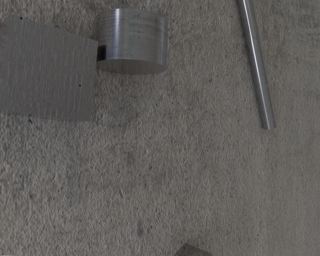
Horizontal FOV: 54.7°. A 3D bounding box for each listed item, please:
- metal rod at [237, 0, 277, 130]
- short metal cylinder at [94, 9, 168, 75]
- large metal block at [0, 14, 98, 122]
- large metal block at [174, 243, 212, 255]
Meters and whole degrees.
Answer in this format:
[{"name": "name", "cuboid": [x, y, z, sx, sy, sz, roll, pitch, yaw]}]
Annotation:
[{"name": "metal rod", "cuboid": [0.165, -0.141, 0.542, 0.025, 0.025, 0.298, -26, 106, -37]}, {"name": "short metal cylinder", "cuboid": [-0.032, -0.091, 0.342, 0.081, 0.080, 0.050, 3, 89, -40]}, {"name": "large metal block", "cuboid": [-0.111, -0.050, 0.295, 0.081, 0.050, 0.080, 8, 85, -40]}, {"name": "large metal block", "cuboid": [0.042, 0.222, 0.424, 0.080, 0.050, 0.080, -37, 113, -34]}]
